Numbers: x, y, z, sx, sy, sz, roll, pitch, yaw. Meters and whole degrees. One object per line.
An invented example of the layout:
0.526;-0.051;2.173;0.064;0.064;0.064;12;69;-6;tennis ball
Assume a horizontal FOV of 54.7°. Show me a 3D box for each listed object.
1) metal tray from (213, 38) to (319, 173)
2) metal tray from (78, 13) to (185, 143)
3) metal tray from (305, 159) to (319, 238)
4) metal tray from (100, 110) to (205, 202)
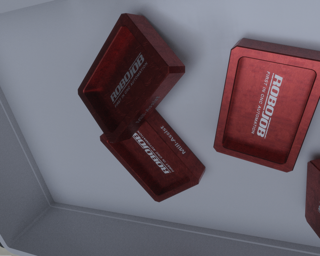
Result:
0.113;-0.022;0.331;0.090;0.030;0.129;16;125;19;metal tray
-0.040;-0.055;0.366;0.090;0.030;0.129;54;127;17;metal tray
0.191;0.098;0.302;0.030;0.130;0.089;-12;117;-1;metal tray
-0.012;0.036;0.433;0.130;0.030;0.090;49;129;-7;metal tray
